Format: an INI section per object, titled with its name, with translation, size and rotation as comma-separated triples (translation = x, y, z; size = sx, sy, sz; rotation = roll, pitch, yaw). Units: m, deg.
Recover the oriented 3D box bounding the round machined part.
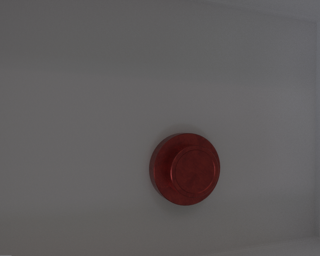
[round machined part]
translation = 0.039, 0.056, 0.416
size = 0.099, 0.042, 0.097
rotation = 0, 90, -20
